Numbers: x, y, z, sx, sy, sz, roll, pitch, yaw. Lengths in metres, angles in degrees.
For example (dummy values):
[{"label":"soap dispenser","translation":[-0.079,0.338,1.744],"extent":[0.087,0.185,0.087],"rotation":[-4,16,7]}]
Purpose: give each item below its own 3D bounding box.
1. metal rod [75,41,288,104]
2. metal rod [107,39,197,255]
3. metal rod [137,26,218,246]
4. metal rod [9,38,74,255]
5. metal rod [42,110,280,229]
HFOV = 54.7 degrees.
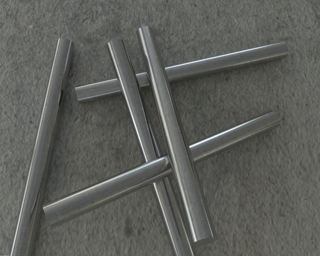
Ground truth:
[{"label":"metal rod","translation":[0.034,-0.079,0.437],"extent":[0.302,0.025,0.025],"rotation":[-13,71,-6]},{"label":"metal rod","translation":[-0.012,0.026,0.382],"extent":[0.025,0.025,0.299],"rotation":[-17,77,-7]},{"label":"metal rod","translation":[0.010,-0.017,0.365],"extent":[0.025,0.025,0.299],"rotation":[-11,56,-5]},{"label":"metal rod","translation":[-0.148,0.017,0.400],"extent":[0.025,0.025,0.299],"rotation":[4,70,1]},{"label":"metal rod","translation":[0.020,0.038,0.359],"extent":[0.302,0.025,0.025],"rotation":[-21,71,-22]}]
